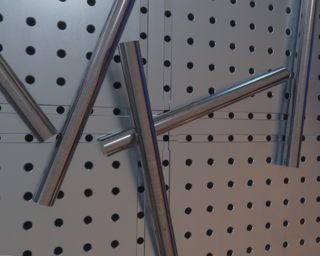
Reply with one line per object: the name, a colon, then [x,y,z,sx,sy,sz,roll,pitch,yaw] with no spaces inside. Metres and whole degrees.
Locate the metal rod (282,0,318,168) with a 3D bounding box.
metal rod: [0.227,-0.086,0.498,0.025,0.025,0.298,9,87,-20]

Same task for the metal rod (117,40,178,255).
metal rod: [-0.011,0.045,0.387,0.025,0.025,0.298,-15,104,-20]

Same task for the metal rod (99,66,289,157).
metal rod: [0.061,-0.030,0.436,0.302,0.025,0.025,-23,98,-19]

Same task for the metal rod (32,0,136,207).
metal rod: [-0.086,-0.052,0.381,0.025,0.025,0.299,23,82,-19]

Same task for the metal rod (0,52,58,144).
metal rod: [-0.210,-0.111,0.334,0.025,0.025,0.299,-37,102,-17]
